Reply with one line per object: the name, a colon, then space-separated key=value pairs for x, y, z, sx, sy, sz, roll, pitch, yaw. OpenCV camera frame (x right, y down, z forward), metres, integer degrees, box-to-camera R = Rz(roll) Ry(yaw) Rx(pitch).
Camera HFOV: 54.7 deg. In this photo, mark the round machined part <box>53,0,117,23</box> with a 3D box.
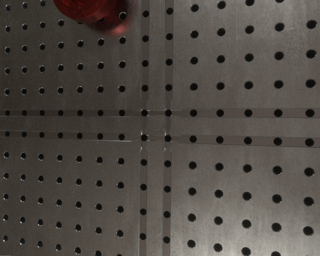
round machined part: x=-0.100 y=-0.197 z=0.437 sx=0.098 sy=0.042 sz=0.097 roll=0 pitch=90 yaw=19
